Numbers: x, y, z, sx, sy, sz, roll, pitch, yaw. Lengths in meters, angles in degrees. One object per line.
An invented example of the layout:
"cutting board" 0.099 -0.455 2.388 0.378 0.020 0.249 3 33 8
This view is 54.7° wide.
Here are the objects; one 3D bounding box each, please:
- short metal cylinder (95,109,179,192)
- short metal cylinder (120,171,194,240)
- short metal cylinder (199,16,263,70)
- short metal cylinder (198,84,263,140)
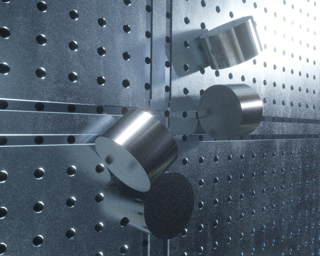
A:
"short metal cylinder" -0.026 0.026 0.351 0.050 0.080 0.080 -45 117 -31
"short metal cylinder" -0.003 0.093 0.390 0.081 0.050 0.079 0 90 -40
"short metal cylinder" 0.106 -0.127 0.461 0.080 0.080 0.050 -38 114 -33
"short metal cylinder" 0.103 -0.025 0.459 0.050 0.080 0.079 -9 96 -40
